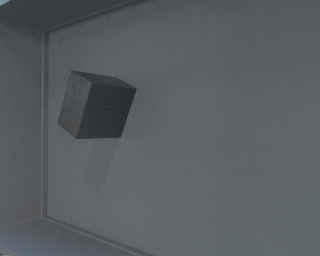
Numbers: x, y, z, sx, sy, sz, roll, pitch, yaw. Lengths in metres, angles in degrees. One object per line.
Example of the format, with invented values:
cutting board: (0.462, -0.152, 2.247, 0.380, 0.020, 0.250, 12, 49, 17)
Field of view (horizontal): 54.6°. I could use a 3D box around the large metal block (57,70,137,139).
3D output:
large metal block: (-0.090, -0.032, 0.447, 0.050, 0.081, 0.080, 31, 110, 36)
